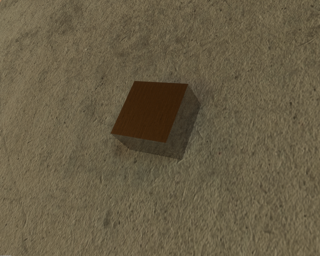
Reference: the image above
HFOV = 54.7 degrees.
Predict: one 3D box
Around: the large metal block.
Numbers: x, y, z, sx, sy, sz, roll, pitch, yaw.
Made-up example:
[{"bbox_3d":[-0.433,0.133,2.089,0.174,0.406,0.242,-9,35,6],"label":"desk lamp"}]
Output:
[{"bbox_3d":[-0.003,-0.011,0.397,0.080,0.050,0.080,8,66,31],"label":"large metal block"}]
